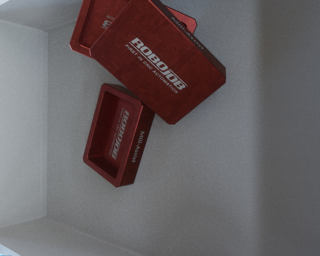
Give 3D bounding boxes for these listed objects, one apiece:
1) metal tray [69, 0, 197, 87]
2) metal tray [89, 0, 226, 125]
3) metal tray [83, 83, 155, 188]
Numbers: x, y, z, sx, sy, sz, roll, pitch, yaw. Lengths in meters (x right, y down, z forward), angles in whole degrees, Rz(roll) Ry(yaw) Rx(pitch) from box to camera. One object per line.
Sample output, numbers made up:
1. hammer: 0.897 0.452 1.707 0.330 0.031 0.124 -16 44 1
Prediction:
1. metal tray: -0.032 -0.115 0.377 0.131 0.030 0.089 22 110 -7
2. metal tray: -0.001 -0.075 0.349 0.130 0.030 0.090 41 120 -15
3. metal tray: -0.062 0.009 0.454 0.090 0.030 0.129 28 107 36
